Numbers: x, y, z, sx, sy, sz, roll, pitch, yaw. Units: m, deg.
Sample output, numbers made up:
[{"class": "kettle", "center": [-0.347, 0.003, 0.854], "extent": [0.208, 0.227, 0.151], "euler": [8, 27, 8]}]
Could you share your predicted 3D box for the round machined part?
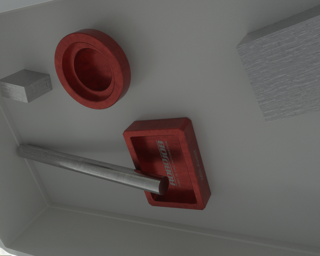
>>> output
[{"class": "round machined part", "center": [-0.079, -0.076, 0.391], "extent": [0.098, 0.042, 0.097], "euler": [13, 124, 20]}]

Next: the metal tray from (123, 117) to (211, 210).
[{"class": "metal tray", "center": [0.011, 0.052, 0.429], "extent": [0.090, 0.030, 0.129], "euler": [-4, 117, 29]}]

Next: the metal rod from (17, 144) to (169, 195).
[{"class": "metal rod", "center": [-0.121, 0.058, 0.482], "extent": [0.300, 0.025, 0.025], "euler": [8, 122, 32]}]

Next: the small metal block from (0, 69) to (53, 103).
[{"class": "small metal block", "center": [-0.197, -0.063, 0.455], "extent": [0.050, 0.050, 0.025], "euler": [14, 124, 20]}]

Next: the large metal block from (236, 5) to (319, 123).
[{"class": "large metal block", "center": [0.128, -0.060, 0.288], "extent": [0.080, 0.050, 0.080], "euler": [-15, 111, 34]}]
